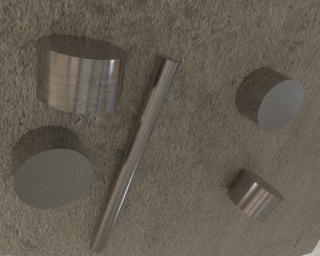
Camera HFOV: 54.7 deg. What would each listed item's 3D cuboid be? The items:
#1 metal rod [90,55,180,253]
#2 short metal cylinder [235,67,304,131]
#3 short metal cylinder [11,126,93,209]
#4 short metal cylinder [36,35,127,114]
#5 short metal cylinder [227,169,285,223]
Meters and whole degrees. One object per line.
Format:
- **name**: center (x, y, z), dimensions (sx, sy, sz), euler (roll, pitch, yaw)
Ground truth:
- **metal rod**: center (-0.041, 0.049, 0.414), dimensions (0.025, 0.025, 0.298), euler (9, 114, -32)
- **short metal cylinder**: center (0.159, -0.042, 0.451), dimensions (0.081, 0.050, 0.079), euler (-14, 124, -21)
- **short metal cylinder**: center (-0.123, 0.044, 0.351), dimensions (0.081, 0.050, 0.079), euler (-14, 124, -21)
- **short metal cylinder**: center (-0.075, -0.054, 0.297), dimensions (0.081, 0.080, 0.050), euler (-2, 119, -28)
- **short metal cylinder**: center (0.164, 0.116, 0.533), dimensions (0.080, 0.080, 0.050), euler (25, 105, -37)
